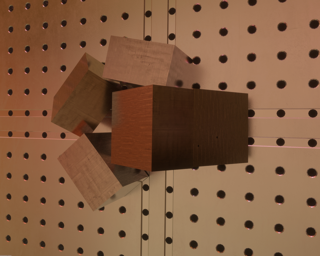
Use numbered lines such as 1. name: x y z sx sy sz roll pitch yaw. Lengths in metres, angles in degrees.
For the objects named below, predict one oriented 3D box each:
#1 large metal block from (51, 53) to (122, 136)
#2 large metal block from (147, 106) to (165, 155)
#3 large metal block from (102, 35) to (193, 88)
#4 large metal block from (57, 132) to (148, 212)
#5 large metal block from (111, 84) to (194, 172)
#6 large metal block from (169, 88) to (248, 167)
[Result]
1. large metal block: -0.098 -0.044 0.412 0.050 0.080 0.080 32 105 -28
2. large metal block: -0.009 -0.002 0.403 0.080 0.050 0.080 1 90 20
3. large metal block: -0.012 -0.075 0.388 0.080 0.080 0.050 14 95 20
4. large metal block: -0.072 0.053 0.408 0.050 0.080 0.080 -41 78 15
5. large metal block: -0.010 0.000 0.329 0.080 0.050 0.080 0 89 54
6. large metal block: 0.054 0.000 0.356 0.050 0.081 0.080 -1 89 57
